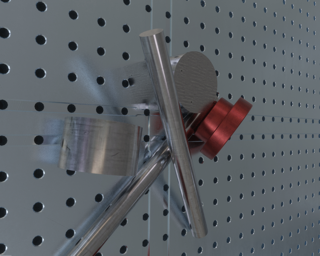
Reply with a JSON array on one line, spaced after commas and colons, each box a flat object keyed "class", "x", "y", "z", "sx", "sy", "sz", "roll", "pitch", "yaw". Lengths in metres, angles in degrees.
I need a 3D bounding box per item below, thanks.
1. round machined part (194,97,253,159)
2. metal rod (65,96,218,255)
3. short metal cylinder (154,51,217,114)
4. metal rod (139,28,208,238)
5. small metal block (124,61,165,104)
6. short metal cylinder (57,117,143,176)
[{"class": "round machined part", "x": 0.086, "y": -0.005, "z": 0.447, "sx": 0.042, "sy": 0.098, "sz": 0.098, "roll": 37, "pitch": 61, "yaw": 9}, {"class": "metal rod", "x": -0.009, "y": 0.052, "z": 0.401, "sx": 0.301, "sy": 0.025, "sz": 0.025, "roll": -48, "pitch": 119, "yaw": -29}, {"class": "short metal cylinder", "x": 0.032, "y": -0.059, "z": 0.419, "sx": 0.081, "sy": 0.050, "sz": 0.079, "roll": -1, "pitch": 92, "yaw": -40}, {"class": "metal rod", "x": 0.025, "y": 0.029, "z": 0.385, "sx": 0.025, "sy": 0.025, "sz": 0.298, "roll": -38, "pitch": 127, "yaw": -33}, {"class": "small metal block", "x": -0.013, "y": -0.058, "z": 0.381, "sx": 0.025, "sy": 0.050, "sz": 0.050, "roll": -27, "pitch": 107, "yaw": -37}, {"class": "short metal cylinder", "x": -0.061, "y": 0.020, "z": 0.322, "sx": 0.081, "sy": 0.080, "sz": 0.050, "roll": 11, "pitch": 83, "yaw": -40}]
